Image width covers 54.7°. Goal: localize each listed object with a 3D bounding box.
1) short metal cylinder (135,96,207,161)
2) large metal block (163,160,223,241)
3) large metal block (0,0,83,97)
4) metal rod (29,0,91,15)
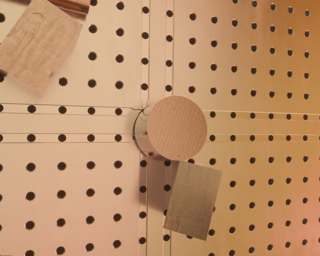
[{"bbox_3d":[0.013,0.003,0.399,0.081,0.050,0.080,3,83,-21],"label":"short metal cylinder"},{"bbox_3d":[0.045,0.087,0.392,0.050,0.080,0.080,14,85,12],"label":"large metal block"},{"bbox_3d":[-0.131,-0.083,0.335,0.050,0.080,0.080,33,79,-17],"label":"large metal block"},{"bbox_3d":[-0.227,-0.172,0.328,0.302,0.025,0.025,8,87,-20],"label":"metal rod"}]
